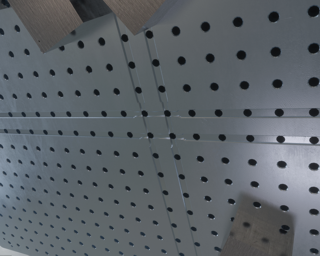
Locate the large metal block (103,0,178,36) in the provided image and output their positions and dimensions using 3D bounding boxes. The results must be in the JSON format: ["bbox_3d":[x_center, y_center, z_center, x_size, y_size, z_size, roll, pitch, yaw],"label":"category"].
[{"bbox_3d":[-0.018,-0.155,0.309,0.080,0.050,0.080,48,129,-6],"label":"large metal block"}]

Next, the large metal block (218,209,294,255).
[{"bbox_3d":[0.130,0.174,0.434,0.080,0.050,0.079,22,127,15],"label":"large metal block"}]

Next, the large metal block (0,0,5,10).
[{"bbox_3d":[-0.255,-0.205,0.404,0.080,0.050,0.079,27,128,11],"label":"large metal block"}]

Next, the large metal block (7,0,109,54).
[{"bbox_3d":[-0.124,-0.148,0.370,0.080,0.050,0.080,-21,107,36],"label":"large metal block"}]
